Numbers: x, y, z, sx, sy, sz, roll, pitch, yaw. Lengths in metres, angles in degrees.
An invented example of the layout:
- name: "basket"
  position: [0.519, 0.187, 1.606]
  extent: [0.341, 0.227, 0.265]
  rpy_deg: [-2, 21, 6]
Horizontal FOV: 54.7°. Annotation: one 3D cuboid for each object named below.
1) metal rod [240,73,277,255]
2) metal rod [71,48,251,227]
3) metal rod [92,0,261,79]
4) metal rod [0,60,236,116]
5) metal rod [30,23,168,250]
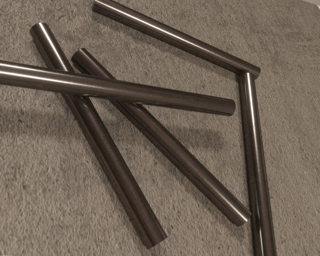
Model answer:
- name: "metal rod"
  position: [0.141, 0.037, 0.459]
  extent: [0.025, 0.025, 0.300]
  rpy_deg: [18, 55, -19]
- name: "metal rod"
  position: [0.000, 0.010, 0.398]
  extent: [0.300, 0.025, 0.025]
  rpy_deg: [45, 51, 2]
- name: "metal rod"
  position: [0.038, -0.145, 0.514]
  extent: [0.302, 0.025, 0.025]
  rpy_deg: [19, 54, -18]
- name: "metal rod"
  position: [-0.035, -0.043, 0.379]
  extent: [0.302, 0.025, 0.025]
  rpy_deg: [6, 59, -26]
- name: "metal rod"
  position: [-0.079, -0.002, 0.363]
  extent: [0.025, 0.025, 0.299]
  rpy_deg: [-21, 73, -36]
